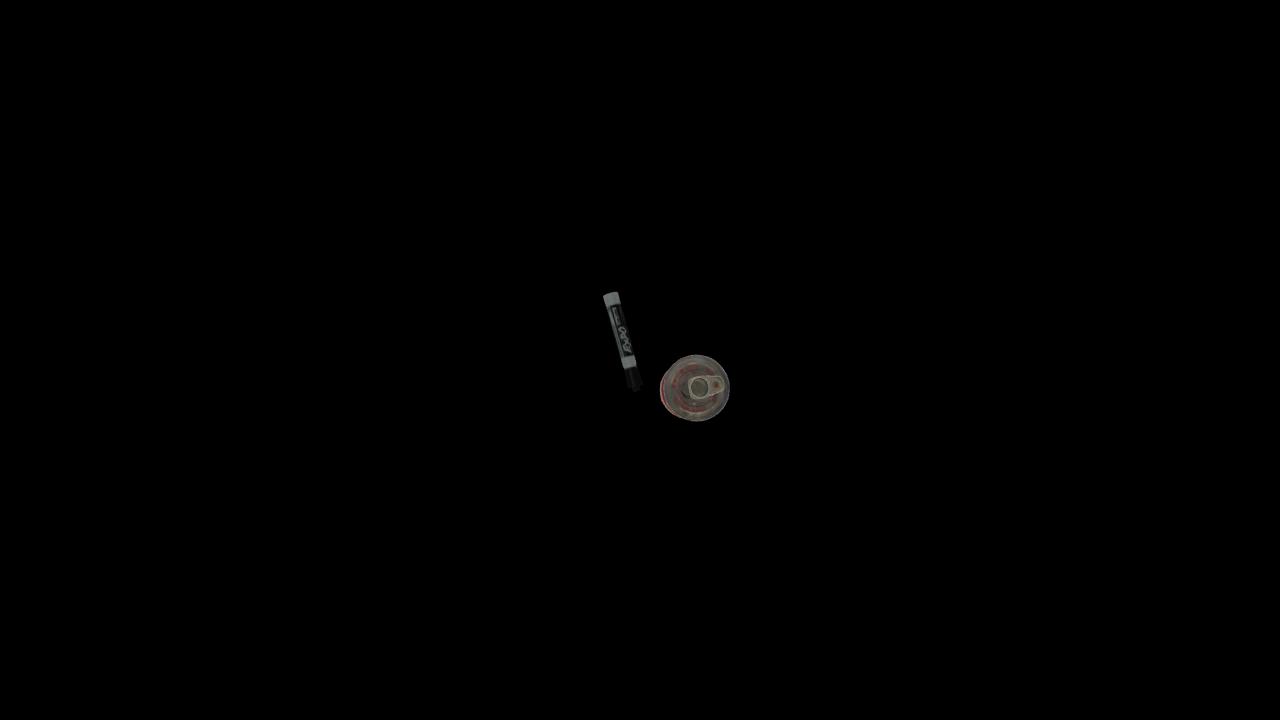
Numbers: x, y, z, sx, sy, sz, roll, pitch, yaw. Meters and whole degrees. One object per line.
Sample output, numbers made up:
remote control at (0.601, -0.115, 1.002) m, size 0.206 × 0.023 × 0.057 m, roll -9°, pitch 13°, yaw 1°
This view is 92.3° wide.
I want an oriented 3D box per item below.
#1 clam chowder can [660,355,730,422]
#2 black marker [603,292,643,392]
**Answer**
clam chowder can at (0.056, 0.031, 0.666) m, size 0.068 × 0.068 × 0.102 m, roll 0°, pitch -4°, yaw -1°
black marker at (-0.019, -0.021, 0.735) m, size 0.020 × 0.121 × 0.020 m, roll -15°, pitch -5°, yaw -1°
